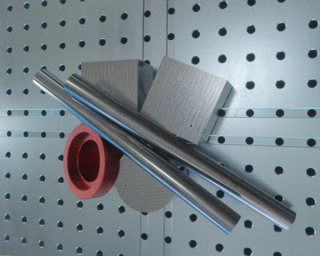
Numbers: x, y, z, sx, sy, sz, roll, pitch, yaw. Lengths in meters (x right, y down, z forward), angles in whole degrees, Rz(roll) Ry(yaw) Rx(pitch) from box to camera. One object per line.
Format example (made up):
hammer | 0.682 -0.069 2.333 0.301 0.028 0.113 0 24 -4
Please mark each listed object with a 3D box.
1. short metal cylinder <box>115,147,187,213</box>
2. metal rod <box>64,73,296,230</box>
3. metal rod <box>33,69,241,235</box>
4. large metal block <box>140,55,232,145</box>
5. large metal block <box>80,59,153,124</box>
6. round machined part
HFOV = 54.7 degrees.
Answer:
short metal cylinder | -0.010 0.062 0.398 0.080 0.050 0.079 0 90 20
metal rod | 0.021 0.026 0.361 0.301 0.025 0.025 32 101 2
metal rod | -0.038 0.018 0.367 0.300 0.025 0.025 36 102 15
large metal block | 0.032 -0.033 0.383 0.080 0.050 0.080 26 98 18
large metal block | -0.056 -0.045 0.412 0.080 0.050 0.079 1 90 20
round machined part | -0.086 0.044 0.418 0.098 0.042 0.097 -4 84 43
